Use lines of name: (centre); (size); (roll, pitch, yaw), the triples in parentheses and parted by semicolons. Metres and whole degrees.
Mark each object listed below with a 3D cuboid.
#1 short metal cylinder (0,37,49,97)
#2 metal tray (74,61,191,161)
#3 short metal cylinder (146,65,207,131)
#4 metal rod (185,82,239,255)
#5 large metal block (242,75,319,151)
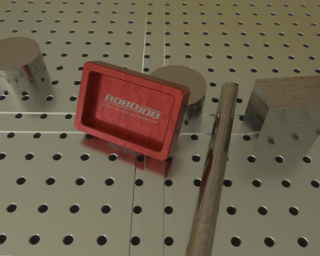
short metal cylinder: (-0.216, -0.093, 0.467); (0.081, 0.050, 0.080); (1, 50, 0)
metal tray: (-0.037, -0.023, 0.383); (0.130, 0.089, 0.030); (19, 19, 14)
short metal cylinder: (0.021, -0.041, 0.427); (0.081, 0.050, 0.080); (0, 50, 0)
metal rod: (0.064, 0.052, 0.364); (0.025, 0.025, 0.300); (12, 51, 10)
large metal block: (0.157, -0.017, 0.388); (0.081, 0.080, 0.050); (-4, 50, -4)
